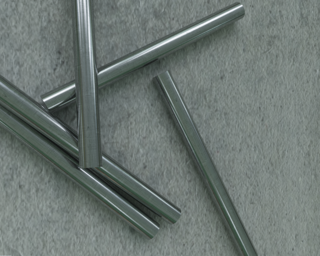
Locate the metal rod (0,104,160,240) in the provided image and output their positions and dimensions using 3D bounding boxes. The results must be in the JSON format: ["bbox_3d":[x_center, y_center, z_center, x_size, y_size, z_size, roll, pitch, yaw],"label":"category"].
[{"bbox_3d":[-0.116,0.038,0.366,0.300,0.025,0.025,42,77,-16],"label":"metal rod"}]

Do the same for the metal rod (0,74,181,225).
[{"bbox_3d":[-0.088,0.028,0.366,0.300,0.025,0.025,40,77,-20],"label":"metal rod"}]

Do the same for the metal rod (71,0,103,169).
[{"bbox_3d":[-0.087,-0.104,0.356,0.025,0.025,0.298,-2,83,-20],"label":"metal rod"}]

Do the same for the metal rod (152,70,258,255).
[{"bbox_3d":[0.067,0.060,0.435,0.025,0.025,0.299,-30,100,-18],"label":"metal rod"}]

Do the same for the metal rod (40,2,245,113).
[{"bbox_3d":[-0.009,-0.099,0.406,0.302,0.025,0.025,-30,100,-18],"label":"metal rod"}]
